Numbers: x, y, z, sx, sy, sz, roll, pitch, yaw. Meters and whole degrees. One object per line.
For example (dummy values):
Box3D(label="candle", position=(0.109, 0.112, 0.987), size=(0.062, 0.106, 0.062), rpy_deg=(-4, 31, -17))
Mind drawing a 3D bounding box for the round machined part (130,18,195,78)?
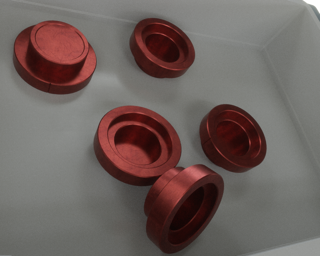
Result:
Box3D(label="round machined part", position=(0.000, -0.114, 0.466), size=(0.099, 0.042, 0.098), rpy_deg=(14, 56, -21))

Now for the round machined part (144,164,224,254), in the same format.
Box3D(label="round machined part", position=(0.022, 0.081, 0.334), size=(0.099, 0.097, 0.042), rpy_deg=(-24, 42, -37))

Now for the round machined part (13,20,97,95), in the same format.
Box3D(label="round machined part", position=(-0.127, -0.093, 0.384), size=(0.099, 0.042, 0.098), rpy_deg=(14, 56, -21))

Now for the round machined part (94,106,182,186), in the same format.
Box3D(label="round machined part", position=(-0.028, 0.024, 0.360), size=(0.099, 0.042, 0.098), rpy_deg=(14, 48, -16))

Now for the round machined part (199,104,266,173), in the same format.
Box3D(label="round machined part", position=(0.098, 0.018, 0.438), size=(0.099, 0.042, 0.098), rpy_deg=(14, 56, -21))
